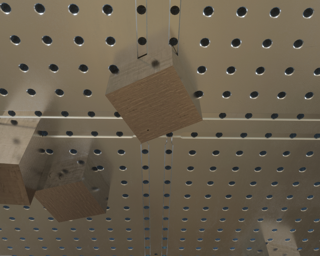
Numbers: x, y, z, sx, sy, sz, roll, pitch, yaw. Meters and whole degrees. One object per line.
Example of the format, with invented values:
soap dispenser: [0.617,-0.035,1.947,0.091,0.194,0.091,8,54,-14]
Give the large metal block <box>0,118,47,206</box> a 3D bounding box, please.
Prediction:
large metal block: [-0.192,0.044,0.412,0.050,0.080,0.080,4,130,-4]

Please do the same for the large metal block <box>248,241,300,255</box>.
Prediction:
large metal block: [0.234,0.284,0.638,0.080,0.050,0.080,17,128,-14]

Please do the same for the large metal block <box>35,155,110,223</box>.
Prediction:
large metal block: [-0.133,0.094,0.474,0.080,0.050,0.080,-14,129,11]

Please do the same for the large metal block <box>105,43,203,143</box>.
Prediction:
large metal block: [-0.005,-0.038,0.363,0.080,0.050,0.080,-21,127,17]
